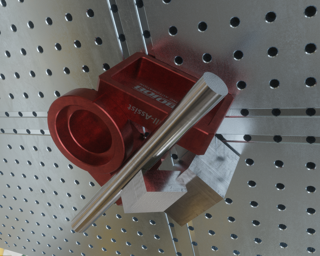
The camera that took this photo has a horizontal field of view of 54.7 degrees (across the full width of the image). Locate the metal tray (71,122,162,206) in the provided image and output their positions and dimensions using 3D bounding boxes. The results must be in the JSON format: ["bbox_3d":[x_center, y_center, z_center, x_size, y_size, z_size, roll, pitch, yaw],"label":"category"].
[{"bbox_3d":[-0.064,0.027,0.417,0.030,0.090,0.130,-33,101,38],"label":"metal tray"}]

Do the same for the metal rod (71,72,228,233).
[{"bbox_3d":[-0.034,0.050,0.341,0.025,0.025,0.298,42,129,-1],"label":"metal rod"}]

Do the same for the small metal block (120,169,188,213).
[{"bbox_3d":[-0.008,0.069,0.335,0.050,0.050,0.025,-50,45,39],"label":"small metal block"}]

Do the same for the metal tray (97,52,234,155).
[{"bbox_3d":[0.008,-0.033,0.343,0.130,0.090,0.030,28,129,10],"label":"metal tray"}]

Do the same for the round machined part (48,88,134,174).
[{"bbox_3d":[-0.072,0.000,0.347,0.098,0.042,0.097,13,124,20],"label":"round machined part"}]

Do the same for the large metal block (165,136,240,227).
[{"bbox_3d":[0.045,0.063,0.386,0.050,0.080,0.080,41,129,-1],"label":"large metal block"}]
